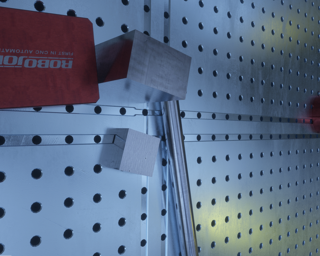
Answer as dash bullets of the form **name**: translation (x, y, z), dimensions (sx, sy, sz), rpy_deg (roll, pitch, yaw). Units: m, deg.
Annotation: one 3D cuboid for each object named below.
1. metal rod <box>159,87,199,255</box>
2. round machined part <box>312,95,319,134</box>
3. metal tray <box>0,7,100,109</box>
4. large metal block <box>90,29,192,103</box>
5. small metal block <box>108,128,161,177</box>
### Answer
- **metal rod**: translation (0.026, 0.056, 0.432), dimensions (0.025, 0.025, 0.298), rpy_deg (-14, 99, -40)
- **round machined part**: translation (0.409, -0.034, 0.746), dimensions (0.099, 0.042, 0.097), rpy_deg (0, 90, -40)
- **metal tray**: translation (-0.127, -0.065, 0.300), dimensions (0.131, 0.030, 0.089), rpy_deg (-8, 95, -40)
- **large metal block**: translation (-0.024, -0.064, 0.355), dimensions (0.081, 0.080, 0.050), rpy_deg (15, 81, -39)
- **small metal block**: translation (-0.031, 0.031, 0.385), dimensions (0.050, 0.025, 0.050), rpy_deg (20, 77, -39)
